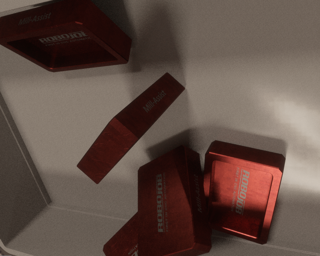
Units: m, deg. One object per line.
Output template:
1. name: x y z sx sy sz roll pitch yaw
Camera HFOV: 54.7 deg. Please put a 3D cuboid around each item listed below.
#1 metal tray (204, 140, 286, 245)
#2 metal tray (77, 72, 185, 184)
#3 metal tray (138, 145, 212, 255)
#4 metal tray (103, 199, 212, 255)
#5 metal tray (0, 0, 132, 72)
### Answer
1. metal tray: 0.103 0.085 0.402 0.090 0.030 0.129 12 124 21
2. metal tray: -0.029 -0.003 0.353 0.030 0.131 0.090 42 129 -1
3. metal tray: 0.013 0.097 0.393 0.090 0.130 0.030 -31 136 33
4. metal tray: -0.005 0.154 0.423 0.090 0.130 0.030 42 174 41
5. metal tray: -0.111 -0.102 0.362 0.130 0.090 0.030 0 75 28
